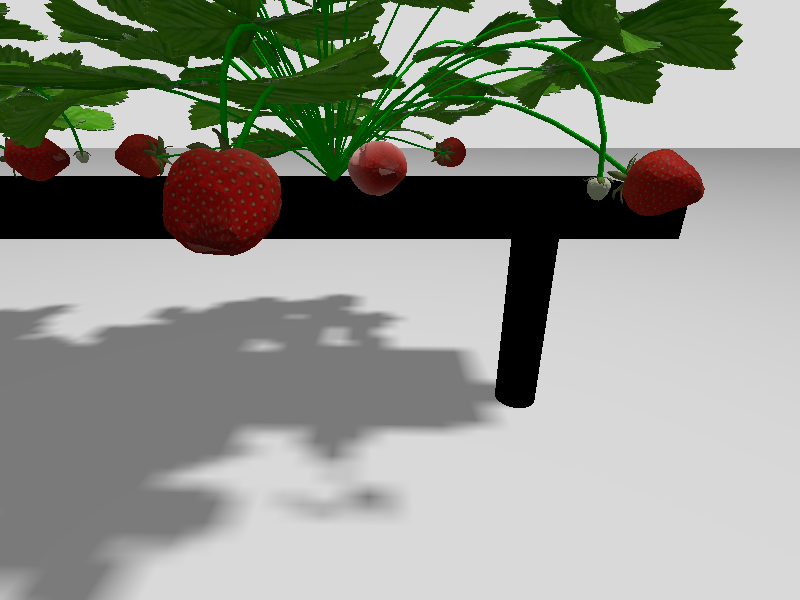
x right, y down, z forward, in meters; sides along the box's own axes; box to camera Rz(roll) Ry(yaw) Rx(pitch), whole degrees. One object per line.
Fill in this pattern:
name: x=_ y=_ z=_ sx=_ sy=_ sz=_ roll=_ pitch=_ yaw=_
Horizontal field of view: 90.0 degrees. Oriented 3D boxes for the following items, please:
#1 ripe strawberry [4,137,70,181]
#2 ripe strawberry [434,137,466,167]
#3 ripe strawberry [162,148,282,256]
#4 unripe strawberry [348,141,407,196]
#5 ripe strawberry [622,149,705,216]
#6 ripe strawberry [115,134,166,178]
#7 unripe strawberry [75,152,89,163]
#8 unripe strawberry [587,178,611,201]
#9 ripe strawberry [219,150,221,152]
ripe strawberry: x=-0.290 y=-0.115 z=0.323 sx=0.037 sy=0.036 sz=0.040 roll=1 pitch=22 yaw=1
ripe strawberry: x=0.061 y=-0.176 z=0.475 sx=0.038 sy=0.033 sz=0.038 roll=16 pitch=26 yaw=34
ripe strawberry: x=-0.052 y=-0.027 z=0.116 sx=0.034 sy=0.031 sz=0.030 roll=0 pitch=-31 yaw=-1
unripe strawberry: x=-0.012 y=-0.077 z=0.236 sx=0.035 sy=0.032 sz=0.032 roll=-9 pitch=24 yaw=-21
ripe strawberry: x=0.121 y=-0.053 z=0.183 sx=0.031 sy=0.030 sz=0.028 roll=25 pitch=32 yaw=36
ripe strawberry: x=-0.227 y=-0.126 z=0.350 sx=0.036 sy=0.036 sz=0.040 roll=2 pitch=22 yaw=7
unripe strawberry: x=-0.277 y=-0.124 z=0.350 sx=0.010 sy=0.010 sz=0.009 roll=-2 pitch=22 yaw=-5
unripe strawberry: x=0.086 y=-0.048 z=0.173 sx=0.009 sy=0.010 sz=0.010 roll=-17 pitch=28 yaw=-36
ripe strawberry: x=-0.170 y=-0.139 z=0.398 sx=0.025 sy=0.024 sz=0.027 roll=12 pitch=25 yaw=29
